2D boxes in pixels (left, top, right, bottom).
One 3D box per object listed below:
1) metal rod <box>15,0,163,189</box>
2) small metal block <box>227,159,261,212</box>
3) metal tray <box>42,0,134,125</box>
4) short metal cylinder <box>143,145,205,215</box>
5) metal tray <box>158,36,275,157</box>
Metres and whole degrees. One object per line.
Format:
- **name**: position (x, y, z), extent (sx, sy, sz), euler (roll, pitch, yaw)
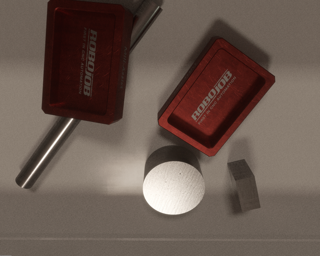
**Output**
- **metal rod**: position (-0.099, -0.034, 0.397), extent (0.025, 0.025, 0.299), euler (36, 106, -13)
- **small metal block**: position (0.115, 0.078, 0.429), extent (0.025, 0.050, 0.050), euler (-15, 110, 5)
- **metal tray**: position (-0.085, -0.075, 0.357), extent (0.090, 0.030, 0.129), euler (10, 101, 11)
- **short metal cylinder**: position (0.018, 0.070, 0.424), extent (0.081, 0.050, 0.079), euler (0, 110, -1)
- **metal tray**: position (0.068, -0.038, 0.395), extent (0.090, 0.030, 0.129), euler (32, 107, -12)
